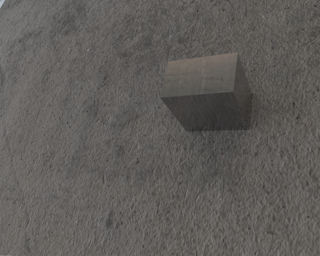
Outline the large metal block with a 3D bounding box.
[{"bbox_3d":[0.058,-0.037,0.362,0.080,0.080,0.050,-2,61,27],"label":"large metal block"}]
